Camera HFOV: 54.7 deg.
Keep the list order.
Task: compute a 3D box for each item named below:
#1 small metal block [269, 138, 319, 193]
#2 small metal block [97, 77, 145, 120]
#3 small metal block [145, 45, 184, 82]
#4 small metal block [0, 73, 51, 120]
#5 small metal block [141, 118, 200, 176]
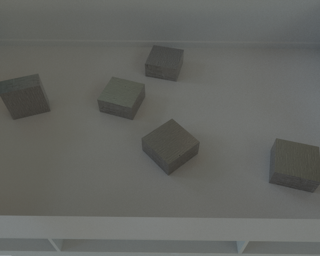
[{"bbox_3d":[0.160,0.044,0.369,0.050,0.025,0.050,12,51,10],"label":"small metal block"},{"bbox_3d":[-0.054,-0.043,0.441,0.050,0.025,0.050,14,51,12],"label":"small metal block"},{"bbox_3d":[0.008,-0.103,0.492,0.050,0.025,0.050,11,51,9],"label":"small metal block"},{"bbox_3d":[-0.183,-0.042,0.423,0.050,0.050,0.025,-15,52,-12],"label":"small metal block"},{"bbox_3d":[0.013,0.023,0.386,0.050,0.025,0.050,-33,58,-25],"label":"small metal block"}]
